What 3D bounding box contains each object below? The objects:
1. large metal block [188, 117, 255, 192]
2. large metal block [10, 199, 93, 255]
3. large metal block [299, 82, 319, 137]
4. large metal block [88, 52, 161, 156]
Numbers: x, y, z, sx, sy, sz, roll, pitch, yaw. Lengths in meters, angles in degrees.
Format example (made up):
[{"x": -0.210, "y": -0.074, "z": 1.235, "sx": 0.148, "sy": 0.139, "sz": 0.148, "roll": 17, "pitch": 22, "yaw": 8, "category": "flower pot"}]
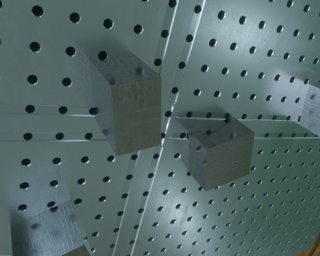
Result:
[{"x": 0.091, "y": 0.039, "z": 0.471, "sx": 0.081, "sy": 0.050, "sz": 0.079, "roll": -17, "pitch": 126, "yaw": -19, "category": "large metal block"}, {"x": -0.137, "y": 0.151, "z": 0.395, "sx": 0.081, "sy": 0.080, "sz": 0.050, "roll": -23, "pitch": 127, "yaw": -15, "category": "large metal block"}, {"x": 0.293, "y": -0.027, "z": 0.522, "sx": 0.050, "sy": 0.080, "sz": 0.079, "roll": -15, "pitch": 125, "yaw": -21, "category": "large metal block"}, {"x": -0.039, "y": -0.029, "z": 0.338, "sx": 0.050, "sy": 0.080, "sz": 0.079, "roll": -14, "pitch": 124, "yaw": -21, "category": "large metal block"}]
